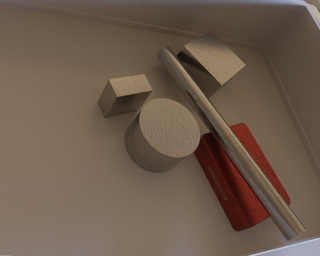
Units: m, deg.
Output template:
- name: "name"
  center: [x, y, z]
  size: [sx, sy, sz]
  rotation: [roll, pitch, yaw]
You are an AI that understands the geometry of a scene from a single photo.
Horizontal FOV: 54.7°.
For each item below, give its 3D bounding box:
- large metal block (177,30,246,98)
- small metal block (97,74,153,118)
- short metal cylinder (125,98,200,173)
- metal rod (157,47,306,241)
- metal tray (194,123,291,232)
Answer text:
- name: "large metal block"
  center: [0.076, -0.099, 0.493]
  size: [0.080, 0.050, 0.080]
  rotation: [47, 51, 4]
- name: "small metal block"
  center: [-0.045, -0.040, 0.391]
  size: [0.050, 0.050, 0.025]
  rotation: [-15, 70, -35]
- name: "short metal cylinder"
  center: [0.002, 0.010, 0.386]
  size: [0.081, 0.050, 0.080]
  rotation: [14, 56, -21]
- name: "metal rod"
  center: [0.080, 0.004, 0.407]
  size: [0.025, 0.025, 0.299]
  rotation: [-16, 62, -35]
- name: "metal tray"
  center: [0.111, 0.062, 0.426]
  size: [0.091, 0.030, 0.130]
  rotation: [-14, 69, -34]
